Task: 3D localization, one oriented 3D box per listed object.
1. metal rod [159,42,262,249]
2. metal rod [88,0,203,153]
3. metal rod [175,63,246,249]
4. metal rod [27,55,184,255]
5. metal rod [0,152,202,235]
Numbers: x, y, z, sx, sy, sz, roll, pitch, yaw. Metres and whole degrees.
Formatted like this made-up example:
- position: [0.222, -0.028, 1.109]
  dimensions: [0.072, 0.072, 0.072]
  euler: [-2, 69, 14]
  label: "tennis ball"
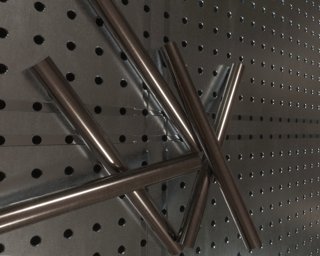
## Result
- position: [0.070, 0.025, 0.426]
  dimensions: [0.025, 0.025, 0.299]
  euler: [-25, 93, -38]
  label: "metal rod"
- position: [-0.021, -0.080, 0.393]
  dimensions: [0.025, 0.025, 0.299]
  euler: [-50, 120, -28]
  label: "metal rod"
- position: [0.082, 0.026, 0.464]
  dimensions: [0.025, 0.025, 0.300]
  euler: [38, 61, -34]
  label: "metal rod"
- position: [-0.049, 0.050, 0.369]
  dimensions: [0.025, 0.025, 0.299]
  euler: [-47, 118, -30]
  label: "metal rod"
- position: [-0.080, 0.069, 0.319]
  dimensions: [0.303, 0.025, 0.025]
  euler: [-12, 98, -32]
  label: "metal rod"
